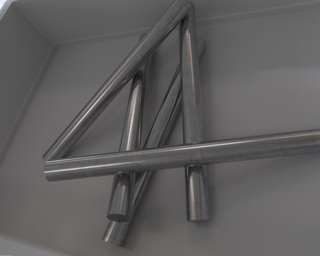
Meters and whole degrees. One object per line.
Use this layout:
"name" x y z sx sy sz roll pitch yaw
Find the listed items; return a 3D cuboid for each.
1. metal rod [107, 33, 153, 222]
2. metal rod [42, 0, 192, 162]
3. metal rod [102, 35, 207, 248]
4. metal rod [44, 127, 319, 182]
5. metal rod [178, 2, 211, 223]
"metal rod" -0.033 -0.025 0.417 0.025 0.025 0.300 -12 50 22
"metal rod" -0.065 -0.061 0.440 0.299 0.025 0.025 -48 50 9
"metal rod" 0.001 0.002 0.404 0.025 0.025 0.300 10 67 32
"metal rod" 0.024 0.030 0.330 0.301 0.025 0.025 -7 58 8
"metal rod" 0.039 -0.038 0.387 0.025 0.025 0.299 -11 63 22
